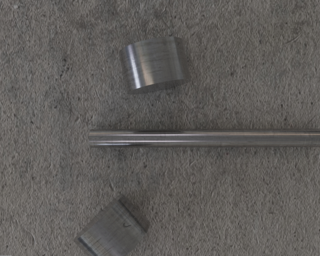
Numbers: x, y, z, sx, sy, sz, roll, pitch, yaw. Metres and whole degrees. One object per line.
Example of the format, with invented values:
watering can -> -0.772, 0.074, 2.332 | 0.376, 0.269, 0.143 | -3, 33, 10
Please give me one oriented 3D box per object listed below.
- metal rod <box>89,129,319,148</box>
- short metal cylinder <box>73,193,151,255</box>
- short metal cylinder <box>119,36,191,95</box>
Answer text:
metal rod -> 0.060, 0.013, 0.410 | 0.302, 0.025, 0.025 | 0, 90, 0
short metal cylinder -> -0.058, 0.127, 0.382 | 0.080, 0.080, 0.050 | -43, 90, 0
short metal cylinder -> -0.006, -0.075, 0.382 | 0.080, 0.080, 0.050 | -12, 90, 0
